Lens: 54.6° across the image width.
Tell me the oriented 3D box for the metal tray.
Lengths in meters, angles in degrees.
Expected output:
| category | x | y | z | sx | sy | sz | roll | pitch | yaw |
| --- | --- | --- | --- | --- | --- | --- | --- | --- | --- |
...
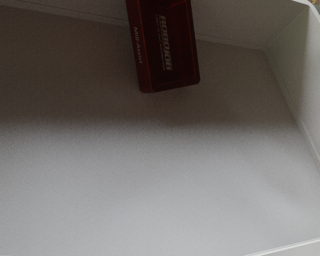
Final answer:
| category | x | y | z | sx | sy | sz | roll | pitch | yaw |
| --- | --- | --- | --- | --- | --- | --- | --- | --- | --- |
| metal tray | 0.007 | -0.120 | 0.436 | 0.091 | 0.030 | 0.129 | -16 | 103 | -34 |
